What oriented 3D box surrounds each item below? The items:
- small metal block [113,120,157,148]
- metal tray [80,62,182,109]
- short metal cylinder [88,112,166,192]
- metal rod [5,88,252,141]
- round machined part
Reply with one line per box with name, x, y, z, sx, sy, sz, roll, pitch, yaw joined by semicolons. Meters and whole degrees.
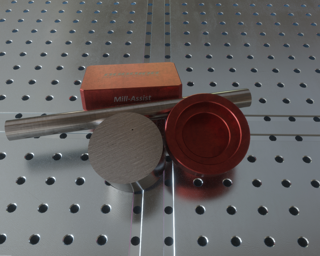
small metal block;-0.035;0.009;0.410;0.050;0.025;0.050;14;51;11
metal tray;-0.040;-0.061;0.437;0.131;0.030;0.090;-3;32;-4
short metal cylinder;-0.035;0.029;0.352;0.080;0.050;0.080;-2;68;5
metal rod;-0.032;-0.019;0.389;0.302;0.025;0.025;-8;51;-8
round machined part;0.054;0.011;0.373;0.099;0.042;0.098;1;72;-4
